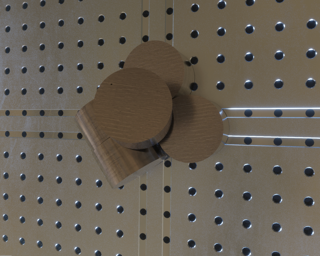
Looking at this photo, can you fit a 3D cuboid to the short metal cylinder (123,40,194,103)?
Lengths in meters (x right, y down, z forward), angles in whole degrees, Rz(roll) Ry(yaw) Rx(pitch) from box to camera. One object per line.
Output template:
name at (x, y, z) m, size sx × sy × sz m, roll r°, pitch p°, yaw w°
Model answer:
short metal cylinder at (-0.001, -0.066, 0.398) m, size 0.080 × 0.050 × 0.079 m, roll 0°, pitch 90°, yaw 19°

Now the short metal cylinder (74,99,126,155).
short metal cylinder at (-0.063, -0.007, 0.405) m, size 0.080 × 0.080 × 0.050 m, roll -35°, pitch 79°, yaw 16°

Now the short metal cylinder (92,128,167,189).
short metal cylinder at (-0.038, 0.036, 0.395) m, size 0.080 × 0.080 × 0.050 m, roll -35°, pitch 79°, yaw 16°

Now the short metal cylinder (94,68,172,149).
short metal cylinder at (-0.027, -0.019, 0.339) m, size 0.081 × 0.050 × 0.080 m, roll 0°, pitch 78°, yaw 2°

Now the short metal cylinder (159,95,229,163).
short metal cylinder at (0.042, 0.001, 0.383) m, size 0.080 × 0.050 × 0.079 m, roll 0°, pitch 90°, yaw 19°
